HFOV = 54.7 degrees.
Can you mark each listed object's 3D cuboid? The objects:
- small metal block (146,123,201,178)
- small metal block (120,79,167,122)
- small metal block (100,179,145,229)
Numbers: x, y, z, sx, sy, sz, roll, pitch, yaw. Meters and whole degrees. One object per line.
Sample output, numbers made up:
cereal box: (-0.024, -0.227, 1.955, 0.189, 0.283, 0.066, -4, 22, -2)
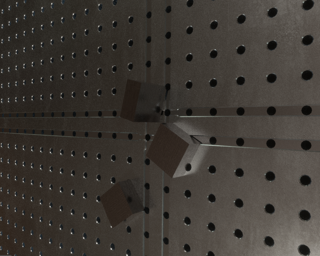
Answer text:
small metal block: (0.016, 0.028, 0.395, 0.050, 0.025, 0.050, 38, 113, 33)
small metal block: (-0.021, -0.035, 0.409, 0.025, 0.050, 0.050, 21, 103, 38)
small metal block: (-0.056, 0.111, 0.453, 0.050, 0.025, 0.050, -42, 65, 31)
